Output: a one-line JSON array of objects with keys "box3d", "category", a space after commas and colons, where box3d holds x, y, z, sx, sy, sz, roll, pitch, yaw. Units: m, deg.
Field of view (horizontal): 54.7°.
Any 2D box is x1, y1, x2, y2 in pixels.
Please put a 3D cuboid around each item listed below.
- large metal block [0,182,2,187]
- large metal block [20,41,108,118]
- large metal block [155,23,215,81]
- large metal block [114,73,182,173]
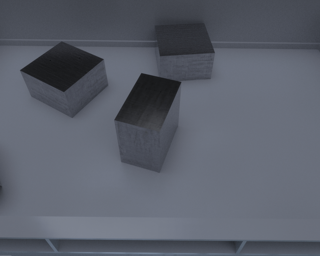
[{"box3d": [-0.232, 0.043, 0.330, 0.081, 0.050, 0.080, -26, 81, -21], "category": "large metal block"}, {"box3d": [-0.135, -0.072, 0.447, 0.080, 0.050, 0.080, 26, 54, 20], "category": "large metal block"}, {"box3d": [0.036, -0.120, 0.490, 0.081, 0.050, 0.080, -4, 50, -4], "category": "large metal block"}, {"box3d": [-0.011, -0.006, 0.374, 0.050, 0.080, 0.080, 15, 52, 11], "category": "large metal block"}]
